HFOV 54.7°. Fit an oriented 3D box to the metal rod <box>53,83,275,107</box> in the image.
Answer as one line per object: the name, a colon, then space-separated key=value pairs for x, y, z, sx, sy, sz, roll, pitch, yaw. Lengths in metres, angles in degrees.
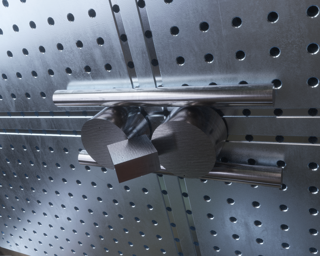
metal rod: x=-0.015 y=-0.039 z=0.390 sx=0.301 sy=0.025 sz=0.025 roll=2 pitch=119 yaw=27

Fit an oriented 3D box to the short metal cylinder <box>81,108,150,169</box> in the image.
short metal cylinder: x=-0.061 y=0.011 z=0.429 sx=0.080 sy=0.050 sz=0.079 roll=13 pitch=124 yaw=21

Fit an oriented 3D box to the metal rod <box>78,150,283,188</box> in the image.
metal rod: x=0.010 y=0.053 z=0.434 sx=0.301 sy=0.025 sz=0.025 roll=2 pitch=120 yaw=27

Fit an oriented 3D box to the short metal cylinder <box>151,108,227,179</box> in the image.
short metal cylinder: x=0.036 y=0.015 z=0.381 sx=0.080 sy=0.050 sz=0.079 roll=13 pitch=124 yaw=21

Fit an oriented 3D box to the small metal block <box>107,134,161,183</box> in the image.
small metal block: x=-0.032 y=0.035 z=0.369 sx=0.050 sy=0.050 sz=0.025 roll=-16 pitch=116 yaw=-12
